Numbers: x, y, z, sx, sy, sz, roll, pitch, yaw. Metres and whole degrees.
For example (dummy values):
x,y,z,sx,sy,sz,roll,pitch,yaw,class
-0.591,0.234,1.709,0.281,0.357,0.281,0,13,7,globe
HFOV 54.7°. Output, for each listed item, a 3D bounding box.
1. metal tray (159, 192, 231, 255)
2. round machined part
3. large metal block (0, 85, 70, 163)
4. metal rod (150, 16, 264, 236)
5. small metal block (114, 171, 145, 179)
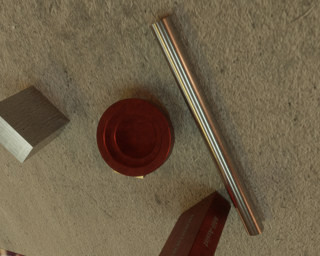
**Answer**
x,y,z,sx,sy,sz,roll,pitch,yaw,class
0.040,0.153,0.413,0.030,0.131,0.090,43,129,-1,metal tray
-0.028,0.011,0.401,0.098,0.042,0.097,1,94,17,round machined part
-0.202,-0.007,0.473,0.080,0.080,0.050,45,129,-3,large metal block
0.065,0.011,0.379,0.025,0.025,0.299,-15,111,34,metal rod
-0.044,0.043,0.457,0.050,0.025,0.050,8,122,24,small metal block
